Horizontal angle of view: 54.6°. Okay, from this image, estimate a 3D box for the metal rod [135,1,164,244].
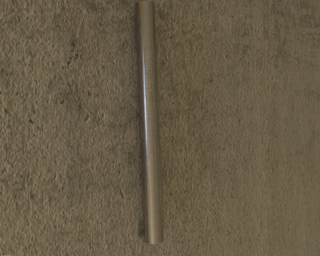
[{"bbox_3d":[-0.013,-0.005,0.392,0.025,0.025,0.298,-4,93,-40],"label":"metal rod"}]
